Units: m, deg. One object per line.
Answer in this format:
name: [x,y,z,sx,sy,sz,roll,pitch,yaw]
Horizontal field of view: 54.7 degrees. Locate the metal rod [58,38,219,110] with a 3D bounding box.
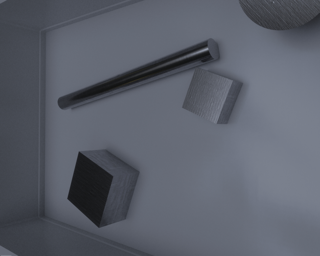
metal rod: [-0.053,-0.067,0.448,0.300,0.025,0.025,-12,83,39]

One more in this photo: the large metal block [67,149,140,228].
large metal block: [-0.085,0.086,0.458,0.080,0.050,0.079,27,107,36]

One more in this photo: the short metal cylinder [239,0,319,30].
short metal cylinder: [0.116,-0.133,0.275,0.080,0.050,0.079,17,124,28]

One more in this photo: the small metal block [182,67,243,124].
small metal block: [0.059,-0.037,0.356,0.050,0.025,0.050,29,108,36]
